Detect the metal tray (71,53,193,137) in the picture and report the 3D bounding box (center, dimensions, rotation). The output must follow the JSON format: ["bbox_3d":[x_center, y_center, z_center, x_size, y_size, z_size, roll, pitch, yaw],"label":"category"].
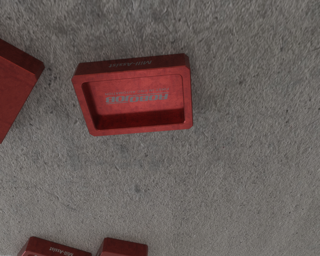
[{"bbox_3d":[-0.028,-0.037,0.371,0.131,0.030,0.089,-5,130,3],"label":"metal tray"}]

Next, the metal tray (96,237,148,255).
[{"bbox_3d":[-0.088,0.279,0.641,0.091,0.030,0.129,16,128,-14],"label":"metal tray"}]

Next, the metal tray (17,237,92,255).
[{"bbox_3d":[-0.219,0.272,0.633,0.131,0.030,0.090,26,125,-21],"label":"metal tray"}]

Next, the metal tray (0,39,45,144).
[{"bbox_3d":[-0.206,-0.045,0.363,0.090,0.030,0.129,29,124,-23],"label":"metal tray"}]
